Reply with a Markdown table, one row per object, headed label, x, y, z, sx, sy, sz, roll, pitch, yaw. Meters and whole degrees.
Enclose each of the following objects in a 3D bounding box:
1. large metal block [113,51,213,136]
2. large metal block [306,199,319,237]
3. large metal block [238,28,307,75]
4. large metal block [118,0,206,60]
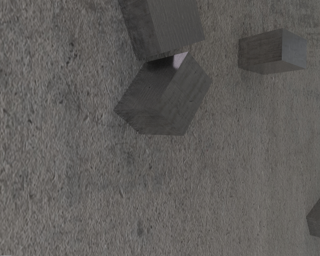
| label | x | y | z | sx | sy | sz | roll | pitch | yaw |
| --- | --- | --- | --- | --- | --- | --- | --- | --- | --- |
| large metal block | 0.003 | -0.038 | 0.371 | 0.050 | 0.080 | 0.080 | 44 | 64 | -31 |
| large metal block | 0.390 | 0.207 | 0.696 | 0.081 | 0.080 | 0.050 | -30 | 109 | -36 |
| large metal block | 0.192 | -0.127 | 0.529 | 0.081 | 0.080 | 0.050 | 3 | 88 | -40 |
| large metal block | 0.003 | -0.138 | 0.391 | 0.081 | 0.050 | 0.080 | -27 | 107 | -37 |
